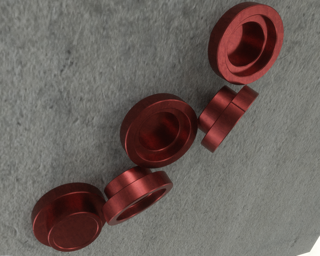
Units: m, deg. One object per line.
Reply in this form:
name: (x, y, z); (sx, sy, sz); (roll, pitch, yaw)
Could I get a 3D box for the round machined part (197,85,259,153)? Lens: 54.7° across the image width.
round machined part: (0.083, -0.018, 0.411); (0.098, 0.042, 0.098); (-50, 169, -13)

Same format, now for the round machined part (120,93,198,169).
round machined part: (-0.005, 0.000, 0.395); (0.099, 0.042, 0.097); (-14, 124, -21)

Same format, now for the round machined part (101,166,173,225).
round machined part: (-0.035, 0.085, 0.413); (0.099, 0.042, 0.098); (-30, 160, -12)

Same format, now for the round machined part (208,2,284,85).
round machined part: (0.101, -0.107, 0.387); (0.099, 0.042, 0.097); (-14, 124, -21)

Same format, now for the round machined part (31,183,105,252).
round machined part: (-0.116, 0.124, 0.411); (0.099, 0.042, 0.097); (-14, 124, -21)
